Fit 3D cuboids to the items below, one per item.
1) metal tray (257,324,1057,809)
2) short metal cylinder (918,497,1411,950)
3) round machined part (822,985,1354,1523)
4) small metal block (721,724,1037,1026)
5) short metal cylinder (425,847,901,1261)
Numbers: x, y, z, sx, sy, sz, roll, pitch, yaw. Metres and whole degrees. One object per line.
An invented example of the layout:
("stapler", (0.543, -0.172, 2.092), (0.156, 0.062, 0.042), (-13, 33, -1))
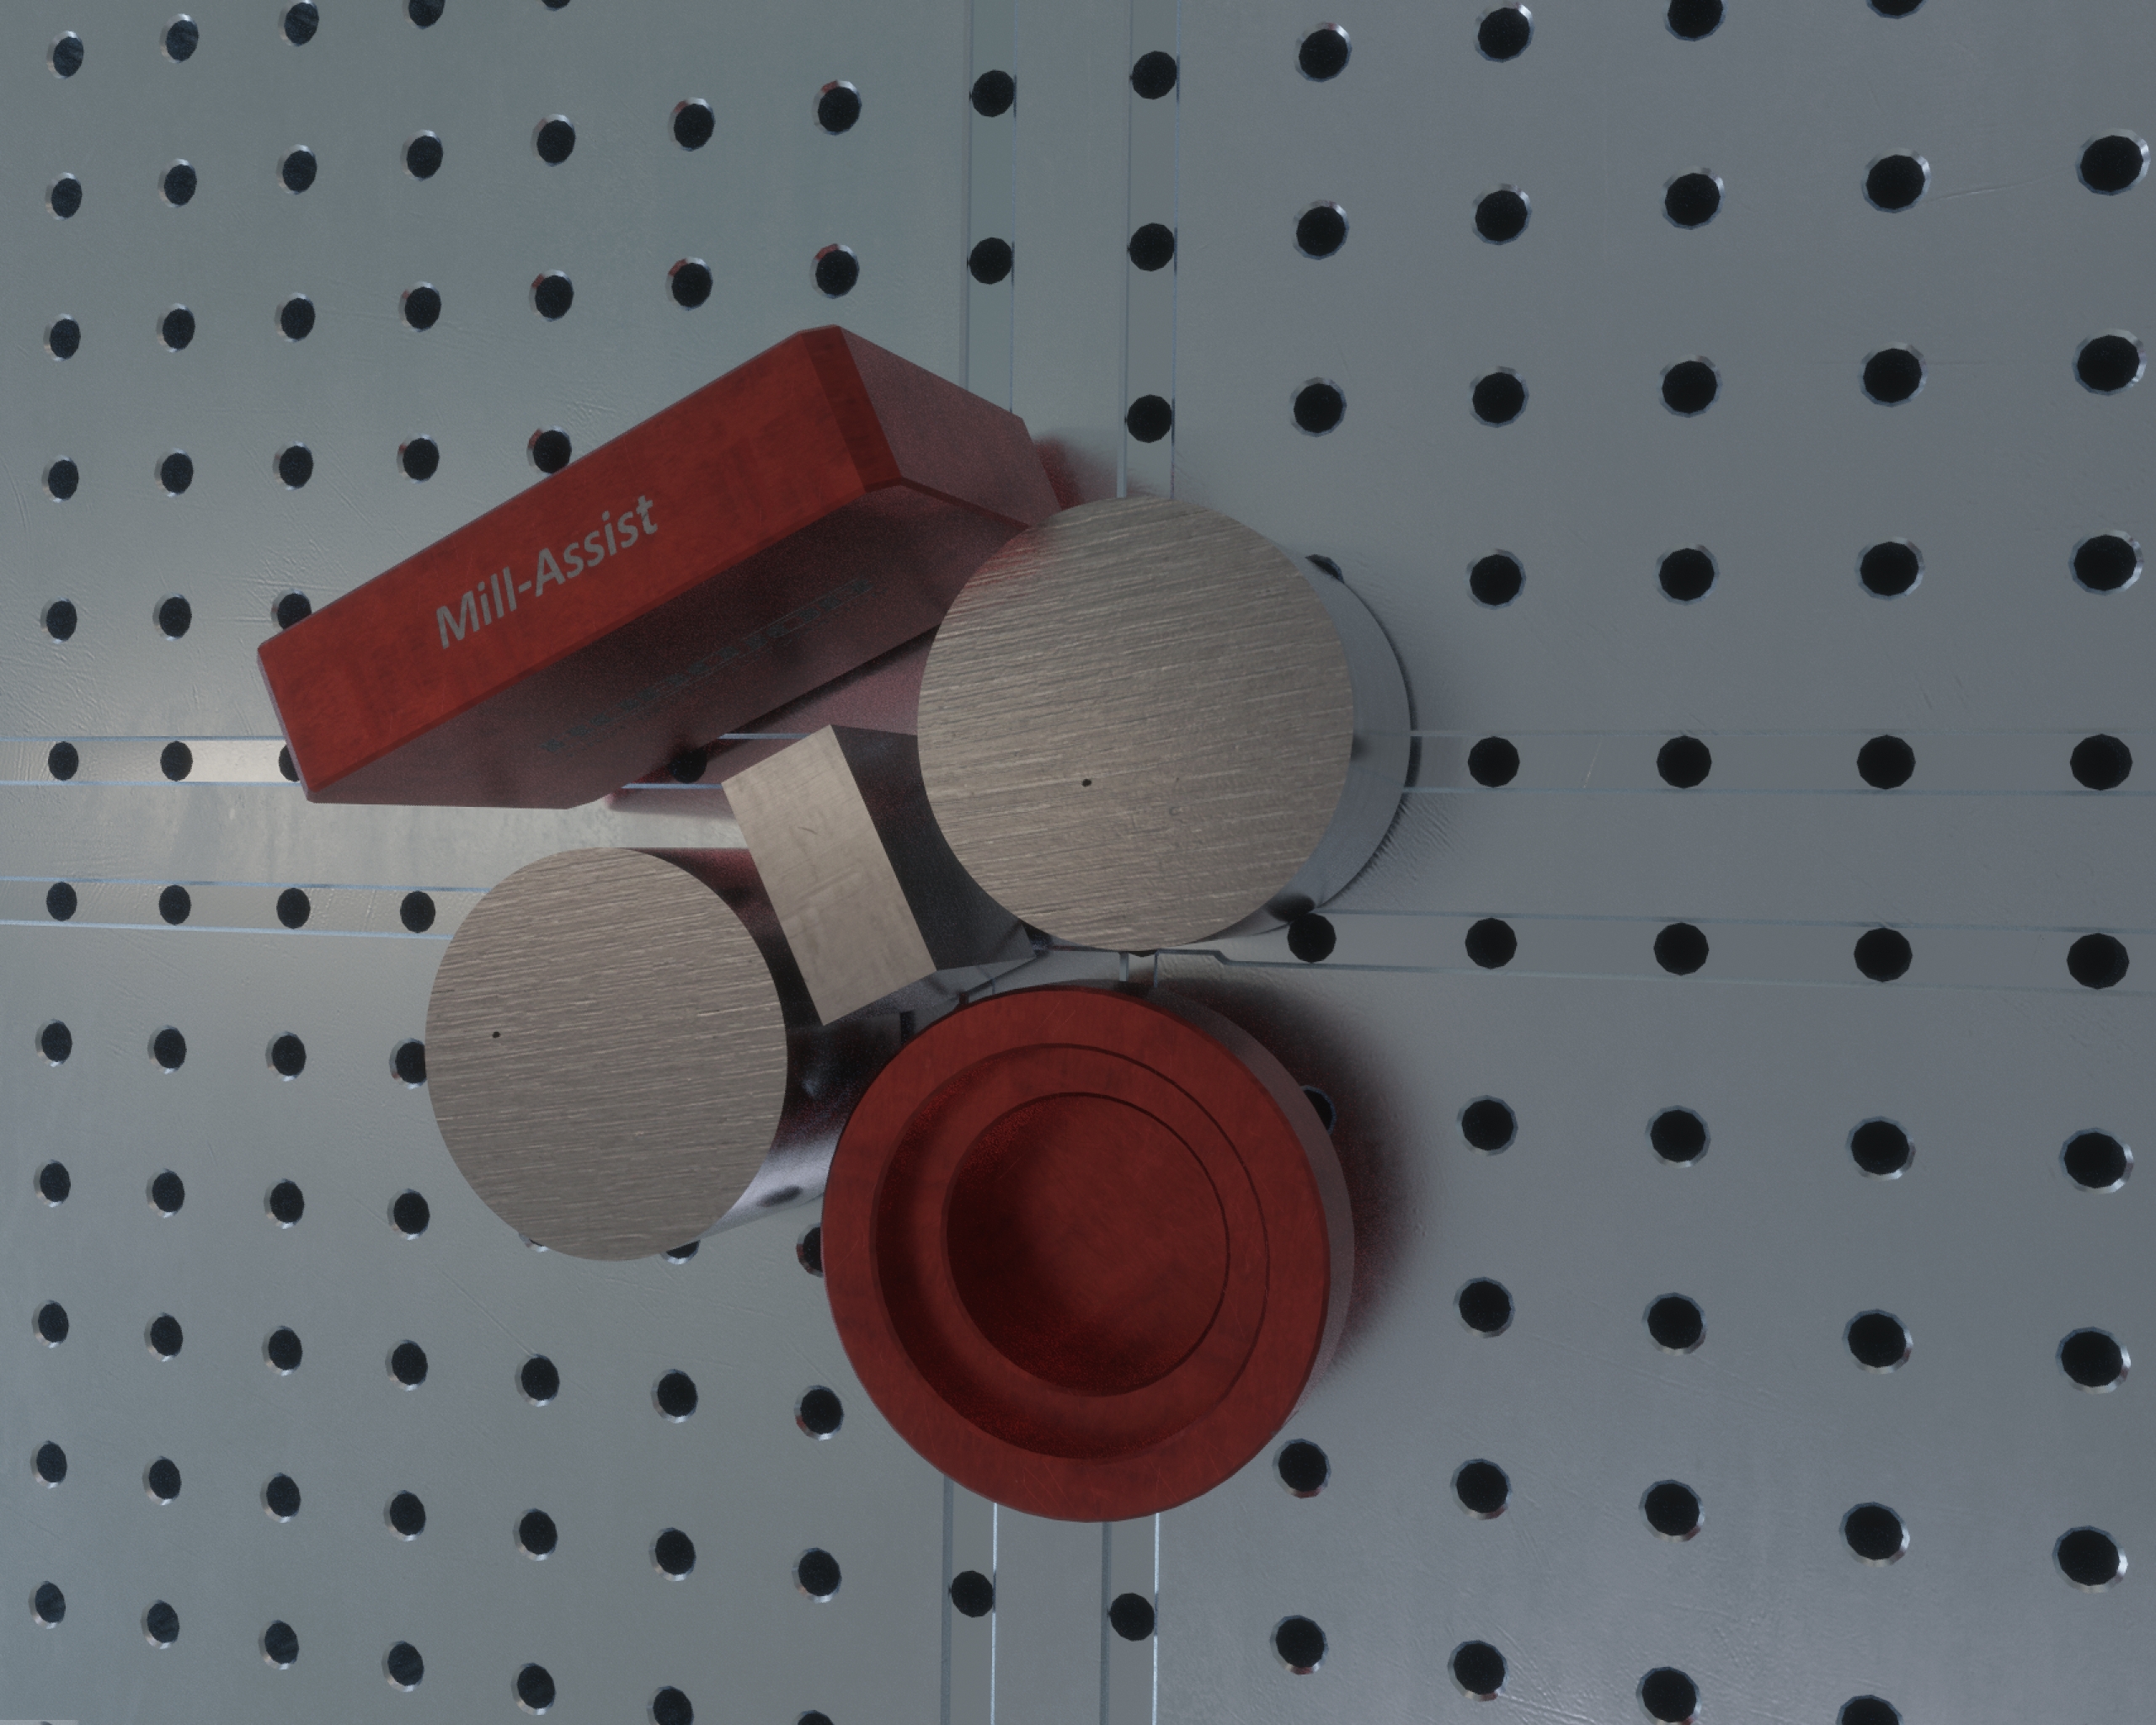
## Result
("metal tray", (-0.076, -0.050, 0.400), (0.130, 0.090, 0.030), (-25, 82, 19))
("short metal cylinder", (0.017, -0.024, 0.389), (0.080, 0.050, 0.079), (0, 90, 20))
("round machined part", (0.005, 0.071, 0.397), (0.098, 0.042, 0.097), (0, 90, 19))
("small metal block", (-0.038, 0.002, 0.408), (0.025, 0.050, 0.050), (-27, 81, 18))
("short metal cylinder", (-0.083, 0.037, 0.424), (0.080, 0.050, 0.079), (0, 90, 20))
